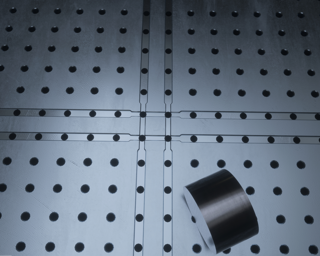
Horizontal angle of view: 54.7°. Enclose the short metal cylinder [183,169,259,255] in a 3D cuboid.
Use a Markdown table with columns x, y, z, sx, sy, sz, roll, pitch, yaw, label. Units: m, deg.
| x | y | z | sx | sy | sz | roll | pitch | yaw | label |
| --- | --- | --- | --- | --- | --- | --- | --- | --- | --- |
| 0.066 | 0.093 | 0.349 | 0.050 | 0.080 | 0.080 | -23 | 72 | -8 | short metal cylinder |
